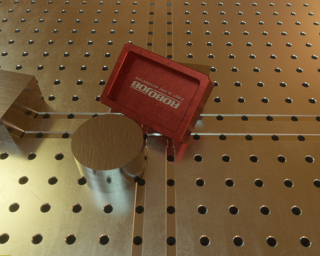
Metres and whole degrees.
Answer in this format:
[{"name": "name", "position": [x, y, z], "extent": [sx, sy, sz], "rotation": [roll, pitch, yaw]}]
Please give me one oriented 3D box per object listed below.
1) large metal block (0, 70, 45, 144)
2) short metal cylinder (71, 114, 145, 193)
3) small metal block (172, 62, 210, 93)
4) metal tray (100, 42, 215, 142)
[{"name": "large metal block", "position": [-0.218, -0.033, 0.417], "extent": [0.080, 0.050, 0.080], "rotation": [11, 51, 9]}, {"name": "short metal cylinder", "position": [-0.059, 0.029, 0.366], "extent": [0.081, 0.050, 0.080], "rotation": [0, 50, 0]}, {"name": "small metal block", "position": [0.043, -0.065, 0.446], "extent": [0.050, 0.050, 0.025], "rotation": [8, 50, 6]}, {"name": "metal tray", "position": [-0.006, -0.048, 0.411], "extent": [0.130, 0.030, 0.090], "rotation": [27, 95, 21]}]
